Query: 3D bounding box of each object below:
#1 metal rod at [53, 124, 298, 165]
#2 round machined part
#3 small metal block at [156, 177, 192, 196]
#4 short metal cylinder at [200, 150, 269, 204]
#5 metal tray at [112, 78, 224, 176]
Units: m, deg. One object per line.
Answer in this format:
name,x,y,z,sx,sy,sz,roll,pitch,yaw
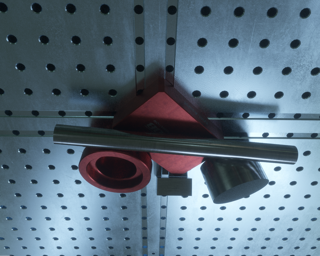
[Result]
metal rod,0.024,0.021,0.389,0.302,0.025,0.025,5,130,-5
round machined part,-0.060,0.047,0.433,0.099,0.042,0.097,3,137,3
small metal block,0.020,0.087,0.469,0.050,0.025,0.050,2,173,-3
short metal cylinder,0.103,0.067,0.434,0.081,0.050,0.080,-15,151,-8
metal tray,0.014,0.005,0.414,0.090,0.030,0.130,-36,122,26
